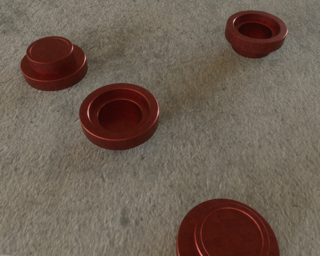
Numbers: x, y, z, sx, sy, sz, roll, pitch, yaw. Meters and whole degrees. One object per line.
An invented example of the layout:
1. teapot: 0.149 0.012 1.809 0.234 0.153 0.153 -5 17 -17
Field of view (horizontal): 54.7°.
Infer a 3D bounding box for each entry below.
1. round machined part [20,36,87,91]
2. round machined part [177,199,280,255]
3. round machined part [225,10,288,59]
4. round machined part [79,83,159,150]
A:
1. round machined part: -0.165 -0.105 0.479 0.099 0.042 0.098 0 50 0
2. round machined part: 0.066 0.112 0.299 0.099 0.042 0.098 0 50 0
3. round machined part: 0.159 -0.155 0.524 0.099 0.042 0.098 0 50 0
4. round machined part: -0.051 -0.010 0.400 0.099 0.042 0.098 0 50 0
